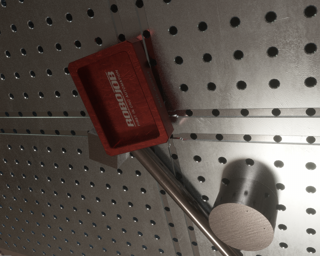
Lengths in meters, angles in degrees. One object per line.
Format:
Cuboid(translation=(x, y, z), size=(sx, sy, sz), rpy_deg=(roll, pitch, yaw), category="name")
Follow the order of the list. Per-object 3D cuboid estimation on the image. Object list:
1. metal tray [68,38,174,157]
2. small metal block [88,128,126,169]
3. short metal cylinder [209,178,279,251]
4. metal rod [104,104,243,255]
Cuboid(translation=(-0.047, -0.035, 0.390), size=(0.090, 0.030, 0.129), rpy_deg=(-16, 106, 20), category="metal tray")
Cuboid(translation=(-0.080, 0.028, 0.469), size=(0.050, 0.025, 0.050), rpy_deg=(18, 125, 17), category="small metal block")
Cuboid(translation=(0.110, 0.113, 0.406), size=(0.080, 0.050, 0.079), rpy_deg=(13, 124, 20), category="short metal cylinder")
Cuboid(translation=(0.019, 0.086, 0.452), size=(0.300, 0.025, 0.025), rpy_deg=(49, 128, -7), category="metal rod")
